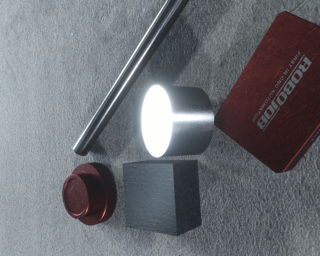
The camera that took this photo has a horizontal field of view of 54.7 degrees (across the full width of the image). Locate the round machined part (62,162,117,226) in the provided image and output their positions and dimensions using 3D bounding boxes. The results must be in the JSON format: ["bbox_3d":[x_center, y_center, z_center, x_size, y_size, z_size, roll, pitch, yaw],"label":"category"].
[{"bbox_3d":[-0.117,0.104,0.487,0.098,0.042,0.097,0,90,39],"label":"round machined part"}]

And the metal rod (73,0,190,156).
[{"bbox_3d":[-0.049,-0.068,0.442,0.298,0.025,0.025,-52,60,27],"label":"metal rod"}]

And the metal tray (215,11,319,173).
[{"bbox_3d":[0.122,-0.033,0.300,0.090,0.030,0.129,42,115,31],"label":"metal tray"}]

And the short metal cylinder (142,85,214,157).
[{"bbox_3d":[0.017,-0.008,0.354,0.080,0.050,0.079,-176,85,-64],"label":"short metal cylinder"}]

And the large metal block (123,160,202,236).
[{"bbox_3d":[0.002,0.082,0.386,0.080,0.050,0.080,-5,87,39],"label":"large metal block"}]
